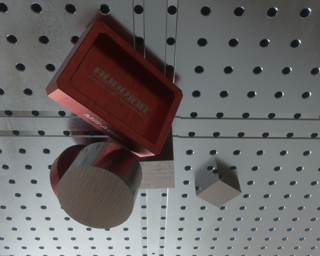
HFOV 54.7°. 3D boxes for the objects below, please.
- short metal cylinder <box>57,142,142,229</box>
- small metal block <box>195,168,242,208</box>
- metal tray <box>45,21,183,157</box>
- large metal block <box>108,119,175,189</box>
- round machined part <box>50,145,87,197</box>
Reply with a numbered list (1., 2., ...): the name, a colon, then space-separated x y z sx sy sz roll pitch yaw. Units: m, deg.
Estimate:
1. short metal cylinder: -0.063 0.062 0.339 0.080 0.050 0.079 3 116 6
2. small metal block: 0.092 0.096 0.495 0.050 0.025 0.050 32 123 -25
3. metal tray: -0.041 -0.038 0.333 0.130 0.090 0.030 37 150 -28
4. large metal block: -0.023 0.032 0.403 0.080 0.080 0.050 -3 130 2
5. round machined part: -0.091 0.063 0.415 0.098 0.098 0.042 32 125 -25
